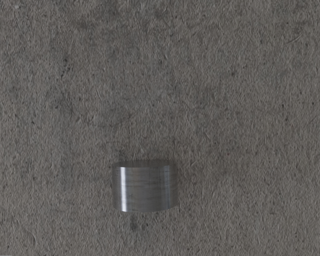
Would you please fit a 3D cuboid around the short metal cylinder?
[{"bbox_3d":[-0.019,0.068,0.382,0.080,0.080,0.050,-2,90,0],"label":"short metal cylinder"}]
